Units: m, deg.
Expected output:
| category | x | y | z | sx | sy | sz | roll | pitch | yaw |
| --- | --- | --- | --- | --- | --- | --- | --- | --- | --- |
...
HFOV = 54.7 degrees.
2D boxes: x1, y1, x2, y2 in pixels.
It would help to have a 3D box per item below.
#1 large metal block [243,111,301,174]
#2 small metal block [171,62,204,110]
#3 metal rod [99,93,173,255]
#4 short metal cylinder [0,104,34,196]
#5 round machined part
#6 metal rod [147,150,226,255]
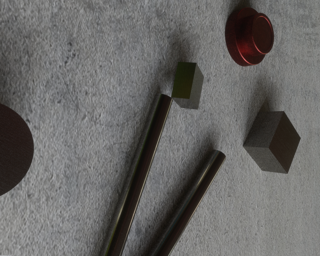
| category | x | y | z | sx | sy | sz | roll | pitch | yaw |
| --- | --- | --- | --- | --- | --- | --- | --- | --- | --- |
| large metal block | 0.206 | 0.026 | 0.564 | 0.080 | 0.050 | 0.080 | 46 | 62 | -31 |
| small metal block | 0.039 | -0.057 | 0.426 | 0.050 | 0.025 | 0.050 | 34 | 65 | -67 |
| metal rod | -0.041 | 0.097 | 0.372 | 0.025 | 0.025 | 0.299 | 30 | 71 | -37 |
| short metal cylinder | -0.155 | 0.017 | 0.259 | 0.081 | 0.050 | 0.079 | 0 | 90 | -40 |
| round machined part | 0.159 | -0.157 | 0.529 | 0.099 | 0.042 | 0.097 | 0 | 90 | -40 |
| metal rod | 0.012 | 0.149 | 0.416 | 0.025 | 0.025 | 0.301 | 52 | 59 | -28 |
